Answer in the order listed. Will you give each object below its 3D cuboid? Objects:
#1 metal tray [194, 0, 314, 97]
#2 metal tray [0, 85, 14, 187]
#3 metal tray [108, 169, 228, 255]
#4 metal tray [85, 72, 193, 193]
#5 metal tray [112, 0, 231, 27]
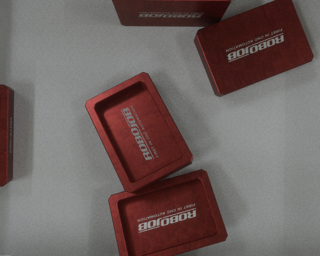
[{"bbox_3d":[0.121,-0.106,0.410,0.131,0.030,0.090,-21,90,0],"label":"metal tray"},{"bbox_3d":[-0.240,0.009,0.397,0.091,0.030,0.129,1,90,-12],"label":"metal tray"},{"bbox_3d":[0.009,0.114,0.393,0.131,0.030,0.090,-16,69,0],"label":"metal tray"},{"bbox_3d":[-0.027,0.005,0.393,0.090,0.030,0.130,-28,76,0],"label":"metal tray"},{"bbox_3d":[0.013,-0.153,0.378,0.131,0.090,0.030,0,90,0],"label":"metal tray"}]
